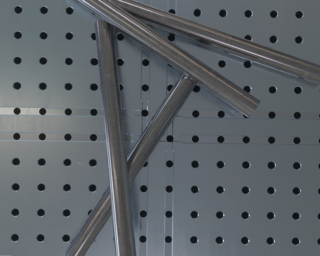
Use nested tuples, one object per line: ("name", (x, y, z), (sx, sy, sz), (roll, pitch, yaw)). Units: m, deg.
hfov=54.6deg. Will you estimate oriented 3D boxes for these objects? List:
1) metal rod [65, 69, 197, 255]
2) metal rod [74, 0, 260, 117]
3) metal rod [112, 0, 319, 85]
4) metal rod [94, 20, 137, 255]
("metal rod", (-0.033, 0.045, 0.413), (0.025, 0.025, 0.299), (33, 90, 0))
("metal rod", (-0.008, -0.108, 0.390), (0.301, 0.025, 0.025), (35, 90, 3))
("metal rod", (0.080, -0.117, 0.413), (0.301, 0.025, 0.025), (19, 90, 0))
("metal rod", (-0.058, 0.009, 0.394), (0.025, 0.025, 0.299), (-7, 83, 0))
